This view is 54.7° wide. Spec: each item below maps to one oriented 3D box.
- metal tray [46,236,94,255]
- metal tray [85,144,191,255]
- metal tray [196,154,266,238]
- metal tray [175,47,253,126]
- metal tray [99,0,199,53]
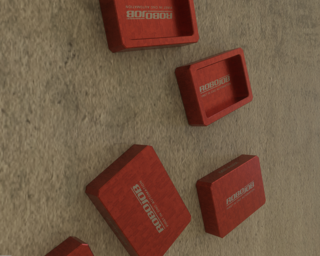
[{"bbox_3d":[-0.115,0.185,0.306,0.131,0.030,0.090,-33,111,-35],"label":"metal tray"},{"bbox_3d":[-0.021,0.096,0.386,0.090,0.030,0.130,-42,116,-32],"label":"metal tray"},{"bbox_3d":[0.120,0.106,0.505,0.131,0.030,0.089,-21,103,-38],"label":"metal tray"},{"bbox_3d":[0.088,-0.065,0.477,0.131,0.030,0.089,-26,107,-37],"label":"metal tray"},{"bbox_3d":[-0.010,-0.148,0.394,0.131,0.030,0.089,-17,101,-39],"label":"metal tray"}]
